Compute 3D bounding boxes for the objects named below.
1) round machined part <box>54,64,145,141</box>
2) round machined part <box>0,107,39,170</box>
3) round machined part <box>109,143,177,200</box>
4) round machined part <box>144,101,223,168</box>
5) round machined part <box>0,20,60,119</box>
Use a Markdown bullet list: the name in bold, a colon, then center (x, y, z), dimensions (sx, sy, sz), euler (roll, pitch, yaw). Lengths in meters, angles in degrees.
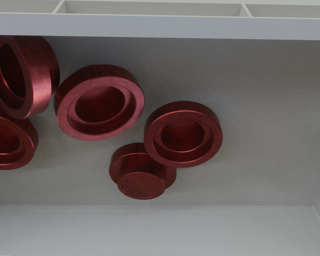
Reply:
- **round machined part**: center (-0.070, -0.033, 0.354), dimensions (0.099, 0.042, 0.097), euler (-17, 142, -14)
- **round machined part**: center (-0.207, 0.006, 0.400), dimensions (0.099, 0.042, 0.097), euler (-1, 130, 0)
- **round machined part**: center (-0.025, 0.069, 0.451), dimensions (0.099, 0.042, 0.097), euler (2, 135, 2)
- **round machined part**: center (0.029, 0.004, 0.402), dimensions (0.099, 0.042, 0.097), euler (-1, 130, 0)
- **round machined part**: center (-0.142, -0.061, 0.322), dimensions (0.098, 0.042, 0.097), euler (18, 121, 34)
